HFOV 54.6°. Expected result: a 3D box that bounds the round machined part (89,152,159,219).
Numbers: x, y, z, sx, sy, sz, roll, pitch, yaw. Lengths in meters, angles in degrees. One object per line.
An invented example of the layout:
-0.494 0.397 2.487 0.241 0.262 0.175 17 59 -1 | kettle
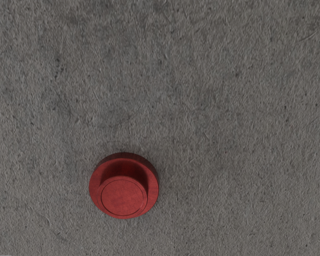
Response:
-0.050 0.087 0.432 0.099 0.042 0.097 0 110 0 | round machined part
